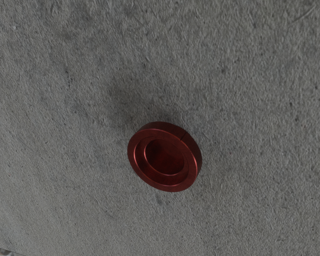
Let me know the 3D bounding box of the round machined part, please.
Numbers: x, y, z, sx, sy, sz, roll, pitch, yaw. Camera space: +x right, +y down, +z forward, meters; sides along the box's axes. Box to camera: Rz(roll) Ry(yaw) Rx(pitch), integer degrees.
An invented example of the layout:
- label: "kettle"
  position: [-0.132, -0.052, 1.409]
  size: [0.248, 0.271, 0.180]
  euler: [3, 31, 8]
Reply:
- label: "round machined part"
  position: [0.010, 0.034, 0.412]
  size: [0.098, 0.042, 0.097]
  euler: [13, 124, 21]
